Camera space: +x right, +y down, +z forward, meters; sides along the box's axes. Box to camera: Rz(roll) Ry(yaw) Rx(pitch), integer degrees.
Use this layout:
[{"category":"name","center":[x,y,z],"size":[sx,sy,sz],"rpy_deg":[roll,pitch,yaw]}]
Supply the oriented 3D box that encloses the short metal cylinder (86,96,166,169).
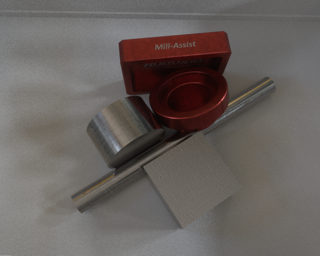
[{"category":"short metal cylinder","center":[-0.041,0.006,0.376],"size":[0.080,0.080,0.050],"rpy_deg":[-32,74,-11]}]

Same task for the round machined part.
[{"category":"round machined part","center":[0.039,-0.032,0.396],"size":[0.098,0.042,0.098],"rpy_deg":[-10,44,10]}]

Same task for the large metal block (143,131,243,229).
[{"category":"large metal block","center":[0.036,0.063,0.371],"size":[0.080,0.050,0.080],"rpy_deg":[-31,73,-11]}]

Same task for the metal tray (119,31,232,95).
[{"category":"metal tray","center":[0.017,-0.081,0.402],"size":[0.131,0.090,0.030],"rpy_deg":[-6,71,-3]}]

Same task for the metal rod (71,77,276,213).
[{"category":"metal rod","center":[0.026,0.016,0.403],"size":[0.301,0.025,0.025],"rpy_deg":[-31,73,-11]}]
